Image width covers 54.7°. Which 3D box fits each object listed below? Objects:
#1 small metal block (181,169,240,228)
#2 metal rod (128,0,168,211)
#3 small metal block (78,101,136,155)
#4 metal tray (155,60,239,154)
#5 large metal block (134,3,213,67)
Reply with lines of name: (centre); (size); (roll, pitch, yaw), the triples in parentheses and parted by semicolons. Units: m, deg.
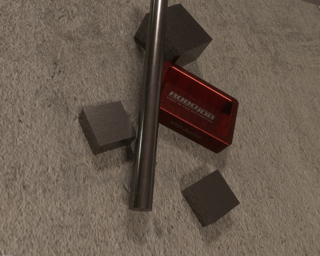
small metal block: (0.063, 0.087, 0.387); (0.050, 0.025, 0.050); (-23, 74, -36)
metal rod: (-0.011, -0.050, 0.388); (0.025, 0.025, 0.299); (14, 65, -21)
small metal block: (-0.063, -0.001, 0.372); (0.050, 0.025, 0.050); (-16, 70, -35)
metal tray: (0.047, -0.031, 0.446); (0.131, 0.030, 0.090); (28, 52, -11)
large metal block: (0.021, -0.141, 0.487); (0.081, 0.050, 0.080); (-34, 81, -38)
